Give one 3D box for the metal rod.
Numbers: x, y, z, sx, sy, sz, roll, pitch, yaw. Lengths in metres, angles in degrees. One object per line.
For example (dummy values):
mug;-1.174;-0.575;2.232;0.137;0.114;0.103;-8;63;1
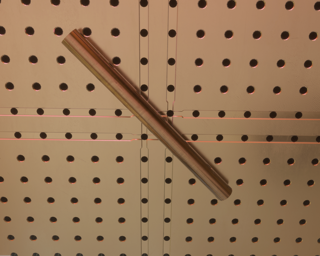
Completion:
metal rod;-0.007;-0.008;0.411;0.025;0.025;0.300;-41;105;13
